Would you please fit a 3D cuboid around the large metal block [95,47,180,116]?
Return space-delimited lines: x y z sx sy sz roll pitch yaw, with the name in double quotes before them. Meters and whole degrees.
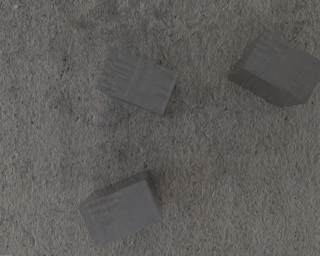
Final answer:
"large metal block" -0.025 -0.052 0.382 0.080 0.080 0.050 21 90 0

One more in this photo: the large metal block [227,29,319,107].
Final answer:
"large metal block" 0.139 -0.069 0.383 0.080 0.080 0.050 30 90 0

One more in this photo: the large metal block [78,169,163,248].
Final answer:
"large metal block" -0.044 0.095 0.382 0.080 0.080 0.050 -22 90 0
